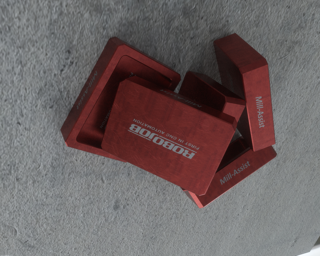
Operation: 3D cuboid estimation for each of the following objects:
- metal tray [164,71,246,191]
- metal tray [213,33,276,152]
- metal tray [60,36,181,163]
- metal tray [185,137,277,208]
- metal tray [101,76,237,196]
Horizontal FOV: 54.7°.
[{"bbox_3d":[0.045,0.004,0.395,0.030,0.090,0.129,7,116,-32],"label":"metal tray"},{"bbox_3d":[0.109,-0.044,0.397,0.030,0.090,0.129,-21,128,1],"label":"metal tray"},{"bbox_3d":[-0.046,-0.028,0.364,0.091,0.030,0.129,22,107,-37],"label":"metal tray"},{"bbox_3d":[0.094,0.059,0.456,0.130,0.090,0.030,-33,94,-7],"label":"metal tray"},{"bbox_3d":[0.007,0.007,0.345,0.130,0.030,0.089,24,112,9],"label":"metal tray"}]
